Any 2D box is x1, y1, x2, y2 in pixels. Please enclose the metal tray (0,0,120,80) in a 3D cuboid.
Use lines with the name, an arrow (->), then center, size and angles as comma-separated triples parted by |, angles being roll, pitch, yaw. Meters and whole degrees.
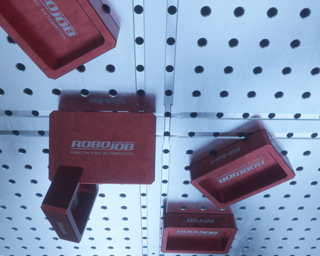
metal tray -> -0.113, -0.120, 0.304 | 0.090, 0.030, 0.130 | -23, 127, 18

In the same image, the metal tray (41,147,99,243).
metal tray -> -0.117, 0.094, 0.425 | 0.030, 0.090, 0.129 | 13, 144, 3

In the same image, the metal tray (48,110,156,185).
metal tray -> -0.071, 0.024, 0.395 | 0.131, 0.030, 0.089 | 1, 92, -2

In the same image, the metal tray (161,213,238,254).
metal tray -> 0.069, 0.198, 0.578 | 0.131, 0.030, 0.089 | 2, 130, -3

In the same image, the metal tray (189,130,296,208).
metal tray -> 0.122, 0.066, 0.466 | 0.130, 0.030, 0.090 | -31, 124, 23
